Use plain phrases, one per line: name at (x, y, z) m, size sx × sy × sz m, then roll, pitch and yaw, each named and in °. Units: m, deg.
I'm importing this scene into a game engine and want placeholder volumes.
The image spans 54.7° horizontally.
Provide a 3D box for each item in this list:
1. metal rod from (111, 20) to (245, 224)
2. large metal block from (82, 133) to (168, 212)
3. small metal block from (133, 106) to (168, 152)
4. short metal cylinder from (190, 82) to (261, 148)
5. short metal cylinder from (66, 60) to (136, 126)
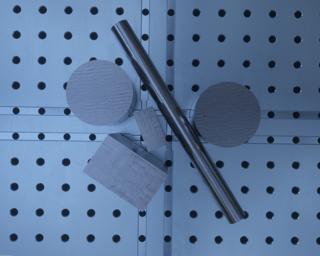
metal rod at (0.024, -0.008, 0.410) m, size 0.025 × 0.025 × 0.299 m, roll -31°, pitch 90°, yaw 0°
large metal block at (-0.038, 0.050, 0.381) m, size 0.080 × 0.080 × 0.050 m, roll 34°, pitch 91°, yaw 0°
small metal block at (-0.012, 0.001, 0.397) m, size 0.025 × 0.050 × 0.050 m, roll -21°, pitch 90°, yaw 0°
short metal cylinder at (0.081, -0.016, 0.398) m, size 0.081 × 0.050 × 0.079 m, roll 0°, pitch 90°, yaw 0°
short metal cylinder at (-0.073, -0.042, 0.396) m, size 0.081 × 0.050 × 0.079 m, roll 0°, pitch 90°, yaw 0°
